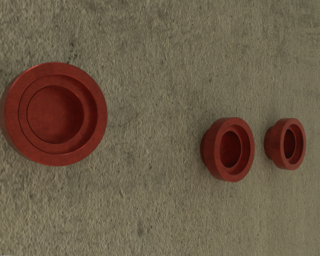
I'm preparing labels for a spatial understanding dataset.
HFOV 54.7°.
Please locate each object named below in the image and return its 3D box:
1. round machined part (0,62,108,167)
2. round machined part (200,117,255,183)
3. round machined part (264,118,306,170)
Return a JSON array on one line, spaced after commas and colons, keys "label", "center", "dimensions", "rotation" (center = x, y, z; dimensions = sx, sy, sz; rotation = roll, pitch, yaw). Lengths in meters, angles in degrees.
[{"label": "round machined part", "center": [-0.105, -0.013, 0.305], "dimensions": [0.099, 0.042, 0.097], "rotation": [0, 90, -40]}, {"label": "round machined part", "center": [0.100, 0.032, 0.477], "dimensions": [0.099, 0.042, 0.097], "rotation": [0, 90, -40]}, {"label": "round machined part", "center": [0.235, 0.030, 0.591], "dimensions": [0.099, 0.042, 0.097], "rotation": [0, 90, -40]}]
